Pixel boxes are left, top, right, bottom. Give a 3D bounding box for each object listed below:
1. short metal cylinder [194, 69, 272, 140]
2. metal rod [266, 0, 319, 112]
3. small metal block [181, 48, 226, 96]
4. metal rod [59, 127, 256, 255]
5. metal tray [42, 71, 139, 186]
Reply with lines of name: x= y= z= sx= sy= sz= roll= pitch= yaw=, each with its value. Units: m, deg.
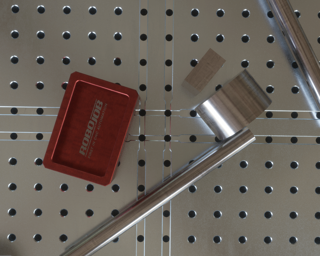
short metal cylinder: x=0.090 y=-0.029 z=0.387 sx=0.080 sy=0.080 sz=0.050 roll=-39 pitch=90 yaw=0
metal rod: x=0.172 y=-0.140 z=0.415 sx=0.025 sy=0.025 sz=0.299 roll=-26 pitch=90 yaw=0
small metal block: x=0.055 y=-0.071 z=0.402 sx=0.025 sy=0.050 sz=0.050 roll=39 pitch=90 yaw=-1
metal rod: x=-0.003 y=0.093 z=0.413 sx=0.301 sy=0.025 sz=0.025 roll=-35 pitch=90 yaw=-1
metal tray: x=-0.089 y=0.001 z=0.409 sx=0.090 sy=0.030 sz=0.129 roll=18 pitch=90 yaw=-1
